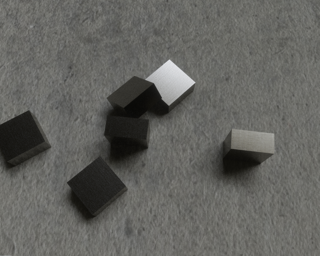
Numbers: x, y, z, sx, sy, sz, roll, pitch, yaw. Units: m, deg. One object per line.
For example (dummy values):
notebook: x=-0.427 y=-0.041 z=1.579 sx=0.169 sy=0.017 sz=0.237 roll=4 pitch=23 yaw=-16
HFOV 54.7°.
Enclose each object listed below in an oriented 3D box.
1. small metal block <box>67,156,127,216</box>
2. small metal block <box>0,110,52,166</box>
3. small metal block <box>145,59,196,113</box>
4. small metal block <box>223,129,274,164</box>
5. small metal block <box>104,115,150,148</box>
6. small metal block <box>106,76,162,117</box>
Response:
small metal block: x=-0.076 y=0.072 z=0.381 sx=0.050 sy=0.025 sz=0.050 roll=-40 pitch=75 yaw=-14
small metal block: x=-0.178 y=0.013 z=0.401 sx=0.050 sy=0.025 sz=0.050 roll=-30 pitch=73 yaw=-11
small metal block: x=0.012 y=-0.058 z=0.429 sx=0.050 sy=0.025 sz=0.050 roll=-42 pitch=76 yaw=-14
small metal block: x=0.109 y=0.024 z=0.388 sx=0.050 sy=0.050 sz=0.025 roll=7 pitch=70 yaw=2
small metal block: x=-0.039 y=0.006 z=0.391 sx=0.050 sy=0.050 sz=0.025 roll=6 pitch=75 yaw=2
small metal block: x=-0.034 y=-0.040 z=0.408 sx=0.050 sy=0.025 sz=0.050 roll=-41 pitch=37 yaw=-15
